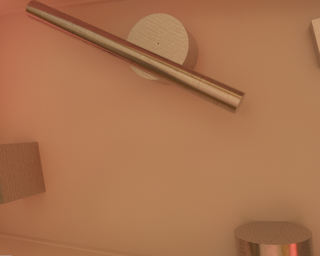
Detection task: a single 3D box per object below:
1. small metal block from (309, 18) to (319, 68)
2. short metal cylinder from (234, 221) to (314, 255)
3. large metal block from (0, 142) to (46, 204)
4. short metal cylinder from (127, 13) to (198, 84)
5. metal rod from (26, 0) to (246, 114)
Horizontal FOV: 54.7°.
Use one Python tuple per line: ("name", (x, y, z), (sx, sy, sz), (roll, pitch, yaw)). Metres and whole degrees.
("small metal block", (0.198, -0.099, 0.341), (0.050, 0.025, 0.050), (-13, 86, 19))
("short metal cylinder", (0.124, 0.138, 0.338), (0.080, 0.080, 0.050), (-5, 88, 19))
("large metal block", (-0.223, 0.066, 0.458), (0.050, 0.080, 0.080), (-12, 86, 19))
("short metal cylinder", (0.004, -0.098, 0.395), (0.080, 0.050, 0.079), (0, 90, 19))
("metal rod", (-0.043, -0.092, 0.371), (0.301, 0.025, 0.025), (28, 99, 17))
